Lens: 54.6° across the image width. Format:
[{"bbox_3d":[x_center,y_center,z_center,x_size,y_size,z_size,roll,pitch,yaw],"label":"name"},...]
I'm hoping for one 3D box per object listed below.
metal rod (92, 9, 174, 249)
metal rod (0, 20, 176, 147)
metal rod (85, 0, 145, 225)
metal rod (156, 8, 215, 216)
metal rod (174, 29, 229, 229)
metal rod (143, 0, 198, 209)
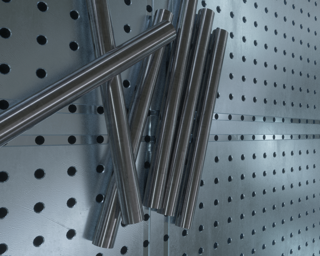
[{"bbox_3d":[-0.030,-0.009,0.383,0.025,0.025,0.299,23,76,-38],"label":"metal rod"},{"bbox_3d":[-0.101,-0.027,0.291,0.301,0.025,0.025,-37,113,-23],"label":"metal rod"},{"bbox_3d":[-0.054,-0.044,0.344,0.025,0.025,0.298,-10,91,-40],"label":"metal rod"},{"bbox_3d":[0.039,-0.029,0.439,0.025,0.025,0.299,20,77,-38],"label":"metal rod"},{"bbox_3d":[0.064,-0.005,0.461,0.025,0.025,0.299,20,77,-38],"label":"metal rod"},{"bbox_3d":[0.016,-0.044,0.421,0.025,0.025,0.299,17,79,-39],"label":"metal rod"}]
